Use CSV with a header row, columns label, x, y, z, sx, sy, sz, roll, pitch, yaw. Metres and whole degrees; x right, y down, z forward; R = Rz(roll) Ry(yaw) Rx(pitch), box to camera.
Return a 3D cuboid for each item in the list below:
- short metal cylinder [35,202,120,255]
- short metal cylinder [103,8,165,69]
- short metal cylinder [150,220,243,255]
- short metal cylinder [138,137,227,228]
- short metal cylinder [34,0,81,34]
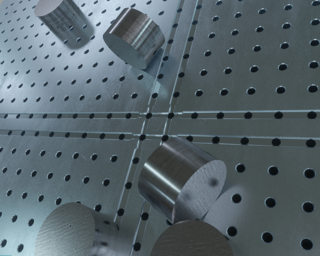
label,x,y,z,sx,sy,sz,roll,pitch,yaw
short metal cylinder,-0.095,0.133,0.359,0.080,0.050,0.080,-13,56,20
short metal cylinder,-0.040,-0.136,0.475,0.080,0.080,0.050,25,76,36
short metal cylinder,0.036,0.133,0.291,0.080,0.050,0.080,-13,57,20
short metal cylinder,0.024,0.056,0.325,0.050,0.080,0.080,32,80,38
short metal cylinder,-0.216,-0.247,0.654,0.080,0.050,0.080,-13,56,20
